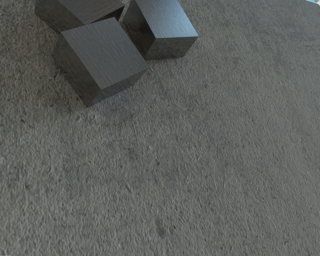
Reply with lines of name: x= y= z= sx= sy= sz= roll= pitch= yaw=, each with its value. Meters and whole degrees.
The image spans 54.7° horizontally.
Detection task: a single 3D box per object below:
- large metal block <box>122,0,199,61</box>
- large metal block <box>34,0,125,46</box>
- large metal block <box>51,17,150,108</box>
large metal block: x=0.000 y=-0.155 z=0.482 sx=0.081 sy=0.050 sz=0.080 roll=-14 pitch=69 yaw=-34
large metal block: x=-0.110 y=-0.165 z=0.429 sx=0.080 sy=0.050 sz=0.080 roll=42 pitch=51 yaw=1
large metal block: x=-0.075 y=-0.084 z=0.392 sx=0.081 sy=0.050 sz=0.080 roll=-34 pitch=88 yaw=-38
